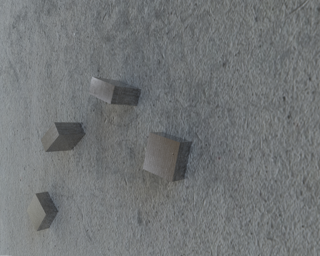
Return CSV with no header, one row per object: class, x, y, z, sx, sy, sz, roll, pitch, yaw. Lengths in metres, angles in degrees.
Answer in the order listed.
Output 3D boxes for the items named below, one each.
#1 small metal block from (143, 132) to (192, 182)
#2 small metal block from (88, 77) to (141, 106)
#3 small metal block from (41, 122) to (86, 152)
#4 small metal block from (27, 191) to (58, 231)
small metal block,0.009,0.035,0.398,0.050,0.025,0.050,17,101,38
small metal block,-0.064,-0.052,0.442,0.050,0.050,0.025,25,106,37
small metal block,-0.164,0.015,0.524,0.050,0.050,0.025,-43,64,31
small metal block,-0.225,0.159,0.591,0.050,0.025,0.050,48,119,29
